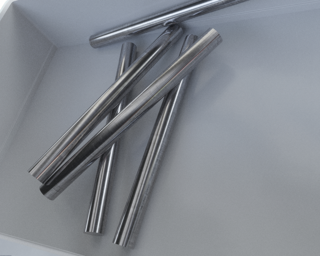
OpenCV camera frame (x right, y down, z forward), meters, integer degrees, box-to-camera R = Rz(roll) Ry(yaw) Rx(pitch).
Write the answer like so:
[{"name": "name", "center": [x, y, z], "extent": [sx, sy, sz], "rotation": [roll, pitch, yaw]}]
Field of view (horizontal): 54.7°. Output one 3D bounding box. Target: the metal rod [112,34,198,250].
[{"name": "metal rod", "center": [0.004, 0.001, 0.403], "extent": [0.025, 0.025, 0.300], "rotation": [5, 64, 30]}]

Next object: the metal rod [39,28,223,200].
[{"name": "metal rod", "center": [-0.036, -0.019, 0.402], "extent": [0.300, 0.025, 0.025], "rotation": [-43, 51, -2]}]

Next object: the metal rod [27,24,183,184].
[{"name": "metal rod", "center": [-0.064, -0.047, 0.436], "extent": [0.025, 0.025, 0.301], "rotation": [24, 65, 36]}]

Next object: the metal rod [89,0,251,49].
[{"name": "metal rod", "center": [0.001, -0.167, 0.478], "extent": [0.300, 0.025, 0.025], "rotation": [-4, 59, 36]}]

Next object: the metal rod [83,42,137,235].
[{"name": "metal rod", "center": [-0.065, -0.004, 0.442], "extent": [0.025, 0.025, 0.299], "rotation": [-8, 58, 24]}]
